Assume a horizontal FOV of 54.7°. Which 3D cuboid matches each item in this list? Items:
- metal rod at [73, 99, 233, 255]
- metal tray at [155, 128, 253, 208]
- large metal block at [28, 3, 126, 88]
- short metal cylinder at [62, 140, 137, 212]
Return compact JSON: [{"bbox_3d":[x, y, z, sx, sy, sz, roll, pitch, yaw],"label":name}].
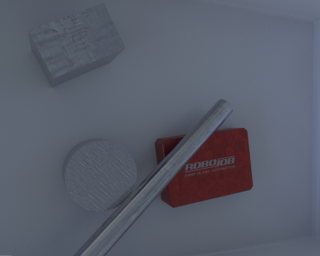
[{"bbox_3d":[-0.010,0.069,0.362,0.301,0.025,0.025,-45,105,-23],"label":"metal rod"},{"bbox_3d":[0.063,0.052,0.433,0.131,0.030,0.089,-8,93,-20],"label":"metal tray"},{"bbox_3d":[-0.094,-0.089,0.347,0.081,0.080,0.050,-28,100,-18],"label":"large metal block"},{"bbox_3d":[-0.073,0.054,0.371,0.081,0.050,0.079,0,90,-20],"label":"short metal cylinder"}]
